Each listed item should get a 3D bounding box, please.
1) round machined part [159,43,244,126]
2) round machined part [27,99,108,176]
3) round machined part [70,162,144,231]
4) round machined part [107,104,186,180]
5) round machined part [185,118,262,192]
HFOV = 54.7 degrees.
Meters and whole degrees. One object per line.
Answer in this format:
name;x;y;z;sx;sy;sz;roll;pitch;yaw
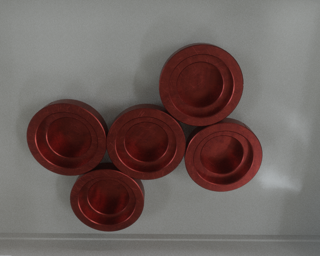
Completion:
round machined part;0.048;-0.055;0.380;0.099;0.042;0.097;0;110;0
round machined part;-0.115;0.009;0.402;0.099;0.042;0.097;0;110;0
round machined part;-0.071;0.091;0.432;0.099;0.042;0.097;0;110;0
round machined part;-0.017;0.015;0.404;0.099;0.042;0.097;0;110;0
round machined part;0.081;0.032;0.412;0.099;0.042;0.097;0;110;0
